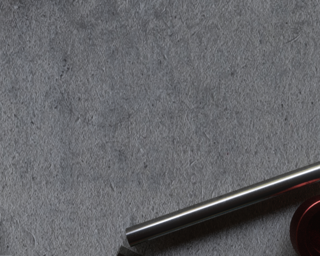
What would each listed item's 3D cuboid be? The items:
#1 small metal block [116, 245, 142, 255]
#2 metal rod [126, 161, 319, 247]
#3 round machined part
[{"bbox_3d":[-0.042,0.193,0.410,0.050,0.025,0.050,27,90,0],"label":"small metal block"},{"bbox_3d":[0.101,0.096,0.410,0.302,0.025,0.025,-19,90,0],"label":"metal rod"},{"bbox_3d":[0.217,0.134,0.403,0.099,0.042,0.097,0,90,0],"label":"round machined part"}]
